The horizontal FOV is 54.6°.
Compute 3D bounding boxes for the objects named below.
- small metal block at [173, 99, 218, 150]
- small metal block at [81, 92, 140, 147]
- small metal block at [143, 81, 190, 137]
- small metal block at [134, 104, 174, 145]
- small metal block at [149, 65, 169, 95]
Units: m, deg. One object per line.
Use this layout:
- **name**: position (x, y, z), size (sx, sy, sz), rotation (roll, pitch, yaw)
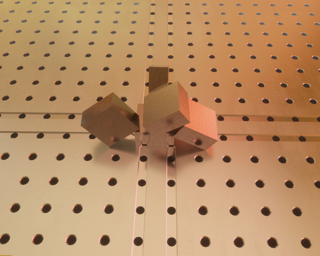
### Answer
- **small metal block**: position (0.045, -0.006, 0.399), size (0.050, 0.025, 0.050), rotation (23, 46, -21)
- **small metal block**: position (-0.061, -0.009, 0.386), size (0.050, 0.050, 0.025), rotation (-30, 41, 21)
- **small metal block**: position (0.007, -0.023, 0.380), size (0.050, 0.025, 0.050), rotation (-23, 45, 24)
- **small metal block**: position (-0.006, -0.005, 0.413), size (0.050, 0.025, 0.050), rotation (2, 50, 2)
- **small metal block**: position (-0.001, -0.061, 0.429), size (0.025, 0.050, 0.050), rotation (2, 14, 2)
